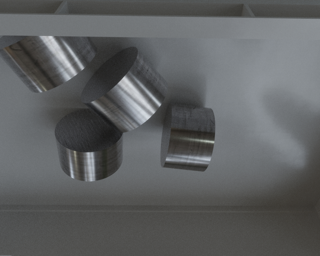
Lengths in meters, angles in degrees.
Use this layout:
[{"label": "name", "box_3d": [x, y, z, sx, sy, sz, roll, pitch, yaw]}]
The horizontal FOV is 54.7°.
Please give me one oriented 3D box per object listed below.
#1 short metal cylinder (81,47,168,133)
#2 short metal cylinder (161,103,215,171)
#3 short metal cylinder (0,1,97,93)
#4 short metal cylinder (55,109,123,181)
[{"label": "short metal cylinder", "box_3d": [-0.039, -0.042, 0.337, 0.080, 0.080, 0.050, -30, 124, 23]}, {"label": "short metal cylinder", "box_3d": [0.032, 0.012, 0.383, 0.050, 0.080, 0.079, 7, 130, -6]}, {"label": "short metal cylinder", "box_3d": [-0.110, -0.080, 0.304, 0.080, 0.080, 0.050, -19, 128, 15]}, {"label": "short metal cylinder", "box_3d": [-0.087, 0.020, 0.389, 0.081, 0.080, 0.050, 4, 130, -4]}]
